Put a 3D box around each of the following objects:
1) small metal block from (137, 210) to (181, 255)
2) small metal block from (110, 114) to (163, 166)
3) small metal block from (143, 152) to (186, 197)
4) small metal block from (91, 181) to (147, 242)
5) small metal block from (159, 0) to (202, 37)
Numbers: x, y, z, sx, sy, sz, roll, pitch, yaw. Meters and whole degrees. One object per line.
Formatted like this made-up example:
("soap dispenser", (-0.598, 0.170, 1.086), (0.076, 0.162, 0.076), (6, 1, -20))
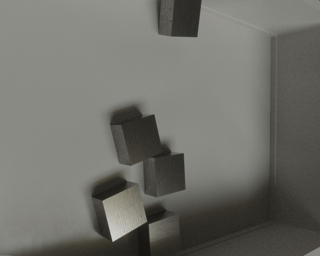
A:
("small metal block", (-0.001, 0.141, 0.406), (0.050, 0.025, 0.050), (-6, 94, -40))
("small metal block", (-0.028, 0.014, 0.383), (0.050, 0.025, 0.050), (-20, 103, -38))
("small metal block", (0.006, 0.060, 0.412), (0.050, 0.025, 0.050), (-5, 93, -40))
("small metal block", (-0.047, 0.097, 0.367), (0.050, 0.025, 0.050), (-20, 103, -38))
("small metal block", (0.027, -0.151, 0.420), (0.050, 0.025, 0.050), (-12, 116, -39))
